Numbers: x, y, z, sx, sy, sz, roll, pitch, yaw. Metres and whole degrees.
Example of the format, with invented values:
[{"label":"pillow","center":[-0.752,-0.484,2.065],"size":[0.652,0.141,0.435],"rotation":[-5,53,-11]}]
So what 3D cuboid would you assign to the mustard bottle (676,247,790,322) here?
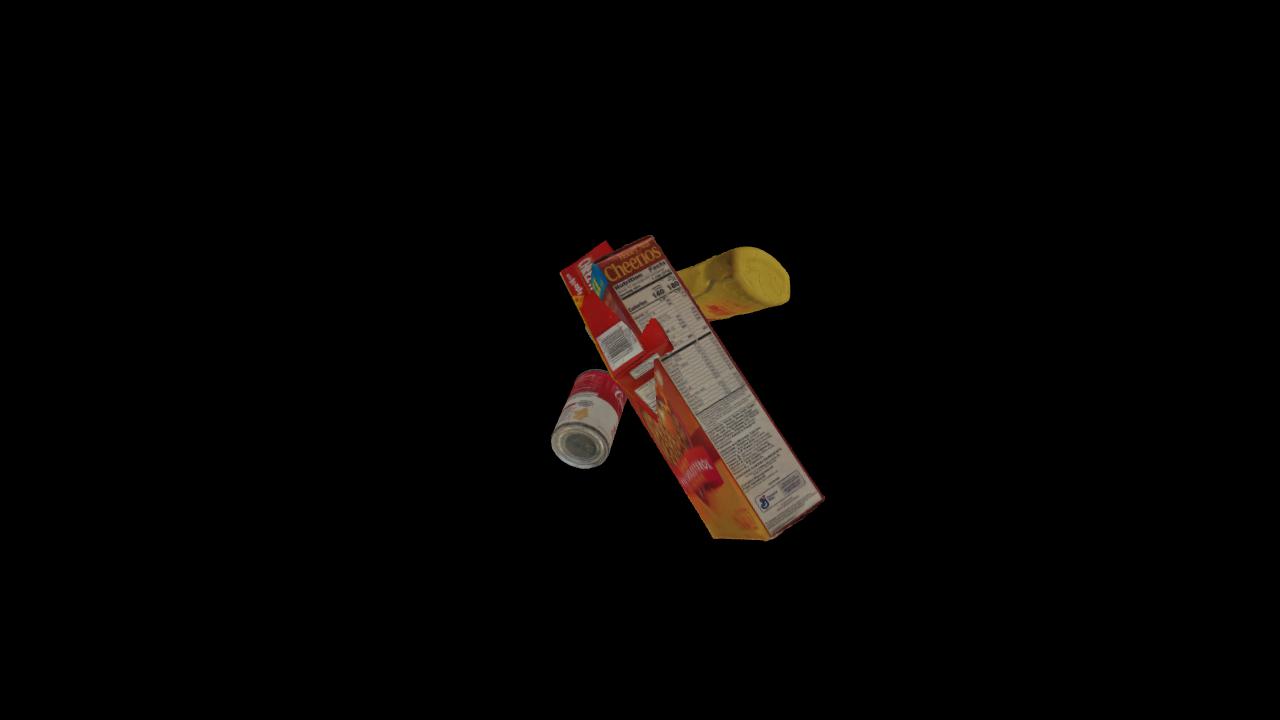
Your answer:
[{"label":"mustard bottle","center":[0.058,-0.067,0.646],"size":[0.092,0.054,0.184],"rotation":[8,-14,-42]}]

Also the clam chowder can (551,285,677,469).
[{"label":"clam chowder can","center":[-0.057,0.066,0.707],"size":[0.068,0.068,0.102],"rotation":[0,34,13]}]

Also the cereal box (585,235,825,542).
[{"label":"cereal box","center":[0.047,0.043,0.661],"size":[0.081,0.306,0.203],"rotation":[-30,-9,-15]}]

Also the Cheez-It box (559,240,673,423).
[{"label":"Cheez-It box","center":[0.012,-0.004,0.692],"size":[0.071,0.166,0.223],"rotation":[-33,-38,4]}]
